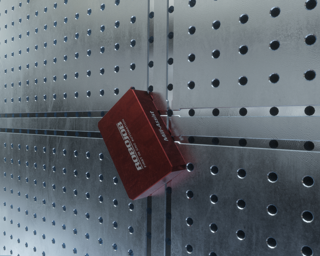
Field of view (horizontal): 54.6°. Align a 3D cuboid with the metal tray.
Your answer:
[{"bbox_3d":[-0.030,0.022,0.432,0.090,0.030,0.130,-41,65,32],"label":"metal tray"}]
